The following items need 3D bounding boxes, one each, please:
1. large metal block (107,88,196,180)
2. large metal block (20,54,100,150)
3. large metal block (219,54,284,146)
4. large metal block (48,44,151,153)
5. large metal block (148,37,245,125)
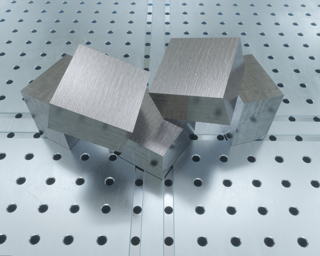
[{"bbox_3d":[-0.010,0.004,0.387,0.080,0.050,0.080,26,54,19],"label":"large metal block"},{"bbox_3d":[-0.118,-0.034,0.398,0.050,0.080,0.080,24,54,18],"label":"large metal block"},{"bbox_3d":[0.106,-0.036,0.404,0.050,0.080,0.080,-13,51,-11],"label":"large metal block"},{"bbox_3d":[-0.064,-0.030,0.331,0.080,0.050,0.080,20,57,-10],"label":"large metal block"},{"bbox_3d":[0.044,-0.054,0.347,0.080,0.050,0.080,7,62,25],"label":"large metal block"}]
